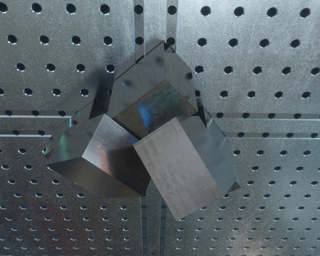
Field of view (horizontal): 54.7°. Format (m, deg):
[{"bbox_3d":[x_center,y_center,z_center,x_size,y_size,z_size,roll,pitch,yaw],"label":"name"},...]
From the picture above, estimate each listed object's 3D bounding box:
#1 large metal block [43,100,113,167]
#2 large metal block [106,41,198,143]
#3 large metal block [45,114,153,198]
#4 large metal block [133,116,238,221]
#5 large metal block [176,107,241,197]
[{"bbox_3d":[-0.090,0.023,0.413,0.080,0.050,0.080,-32,124,24],"label":"large metal block"},{"bbox_3d":[-0.009,-0.037,0.342,0.080,0.080,0.050,-34,123,25],"label":"large metal block"},{"bbox_3d":[-0.063,0.036,0.338,0.080,0.050,0.080,-15,134,46],"label":"large metal block"},{"bbox_3d":[0.029,0.035,0.313,0.050,0.080,0.080,-34,80,20],"label":"large metal block"},{"bbox_3d":[0.058,0.034,0.403,0.050,0.080,0.080,-27,125,21],"label":"large metal block"}]
